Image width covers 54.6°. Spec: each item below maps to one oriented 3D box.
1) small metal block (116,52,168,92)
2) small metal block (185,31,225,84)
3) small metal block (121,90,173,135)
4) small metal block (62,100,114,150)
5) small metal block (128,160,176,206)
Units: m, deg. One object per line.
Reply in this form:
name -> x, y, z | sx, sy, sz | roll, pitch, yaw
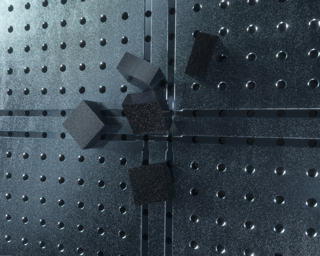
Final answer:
small metal block -> -0.022, -0.069, 0.405 | 0.050, 0.050, 0.025 | 28, 84, 18
small metal block -> 0.056, -0.084, 0.380 | 0.025, 0.050, 0.050 | 19, 97, 19
small metal block -> -0.015, -0.019, 0.405 | 0.050, 0.025, 0.050 | -3, 129, 20
small metal block -> -0.105, -0.005, 0.450 | 0.050, 0.025, 0.050 | -46, 76, 14
small metal block -> -0.011, 0.074, 0.417 | 0.050, 0.025, 0.050 | -13, 86, 19
